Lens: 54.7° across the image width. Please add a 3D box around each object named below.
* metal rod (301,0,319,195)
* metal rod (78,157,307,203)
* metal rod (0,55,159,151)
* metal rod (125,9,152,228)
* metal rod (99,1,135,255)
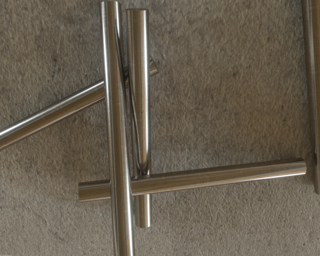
[{"bbox_3d":[0.202,-0.045,0.395,0.025,0.025,0.298,-13,110,4],"label":"metal rod"},{"bbox_3d":[0.049,0.067,0.409,0.302,0.025,0.025,-5,111,-9],"label":"metal rod"},{"bbox_3d":[-0.142,-0.016,0.401,0.301,0.025,0.025,-25,109,8],"label":"metal rod"},{"bbox_3d":[-0.024,0.008,0.394,0.025,0.025,0.298,0,117,0],"label":"metal rod"},{"bbox_3d":[-0.050,0.006,0.364,0.025,0.025,0.298,-3,93,0],"label":"metal rod"}]
